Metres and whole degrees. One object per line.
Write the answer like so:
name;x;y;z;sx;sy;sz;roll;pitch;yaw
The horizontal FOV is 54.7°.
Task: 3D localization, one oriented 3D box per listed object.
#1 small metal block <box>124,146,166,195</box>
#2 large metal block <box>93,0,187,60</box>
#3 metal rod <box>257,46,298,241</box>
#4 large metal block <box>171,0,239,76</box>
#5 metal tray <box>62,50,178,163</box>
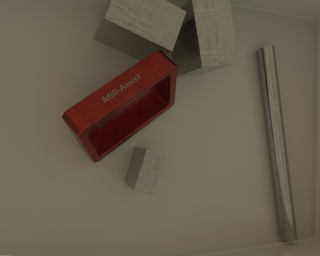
small metal block;-0.020;0.052;0.391;0.025;0.050;0.050;19;84;-20
large metal block;-0.027;-0.122;0.372;0.080;0.080;0.050;21;83;-19
metal rod;0.182;0.026;0.479;0.025;0.025;0.298;-9;93;-20
large metal block;0.052;-0.114;0.402;0.050;0.080;0.079;-10;94;-20
metal tray;-0.040;-0.022;0.361;0.131;0.090;0.030;-37;70;-16
